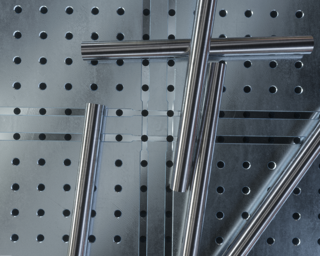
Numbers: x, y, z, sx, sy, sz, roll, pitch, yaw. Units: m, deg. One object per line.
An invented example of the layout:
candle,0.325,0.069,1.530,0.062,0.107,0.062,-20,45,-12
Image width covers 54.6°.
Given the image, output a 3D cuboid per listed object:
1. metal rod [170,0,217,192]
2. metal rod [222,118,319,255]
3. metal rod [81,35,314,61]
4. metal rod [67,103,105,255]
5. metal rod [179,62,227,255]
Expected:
metal rod,0.045,-0.065,0.393,0.025,0.025,0.298,8,98,0
metal rod,0.150,0.099,0.414,0.025,0.025,0.299,36,90,0
metal rod,0.049,-0.107,0.413,0.302,0.025,0.025,-2,90,0
metal rod,-0.104,0.117,0.412,0.025,0.025,0.298,7,90,0
metal rod,0.054,0.063,0.413,0.025,0.025,0.298,8,90,0
